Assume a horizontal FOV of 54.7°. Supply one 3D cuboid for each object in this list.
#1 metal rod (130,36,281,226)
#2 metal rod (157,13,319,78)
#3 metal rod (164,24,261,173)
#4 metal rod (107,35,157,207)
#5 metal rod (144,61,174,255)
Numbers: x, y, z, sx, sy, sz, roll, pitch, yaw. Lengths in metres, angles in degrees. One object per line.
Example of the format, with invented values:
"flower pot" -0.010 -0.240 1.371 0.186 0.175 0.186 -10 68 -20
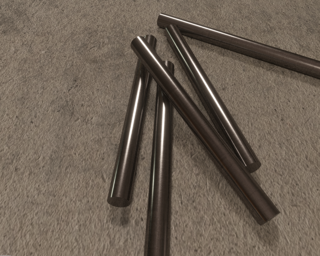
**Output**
"metal rod" 0.042 -0.015 0.392 0.025 0.025 0.299 -24 61 -19
"metal rod" 0.132 -0.142 0.524 0.301 0.025 0.025 24 54 18
"metal rod" 0.064 -0.062 0.456 0.025 0.025 0.300 -13 51 -11
"metal rod" -0.031 -0.034 0.431 0.025 0.025 0.300 4 50 3
"metal rod" 0.003 0.019 0.386 0.025 0.025 0.300 2 50 1
